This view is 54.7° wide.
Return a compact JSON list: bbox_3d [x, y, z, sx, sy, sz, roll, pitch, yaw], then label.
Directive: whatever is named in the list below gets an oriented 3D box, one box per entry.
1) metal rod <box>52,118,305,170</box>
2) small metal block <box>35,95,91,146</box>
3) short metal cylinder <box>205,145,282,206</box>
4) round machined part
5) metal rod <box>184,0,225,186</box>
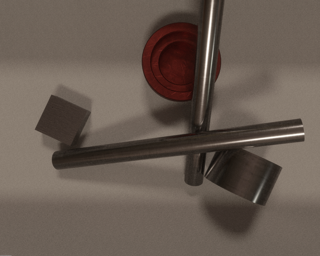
[{"bbox_3d":[0.008,0.023,0.370,0.301,0.025,0.025,-8,90,16],"label":"metal rod"},{"bbox_3d":[-0.127,-0.010,0.410,0.050,0.025,0.050,25,90,-1],"label":"small metal block"},{"bbox_3d":[0.102,0.055,0.385,0.080,0.080,0.050,25,90,-1],"label":"short metal cylinder"},{"bbox_3d":[0.027,-0.083,0.403,0.099,0.042,0.097,0,90,-1],"label":"round machined part"},{"bbox_3d":[0.051,-0.064,0.349,0.025,0.025,0.298,2,116,-1],"label":"metal rod"}]
